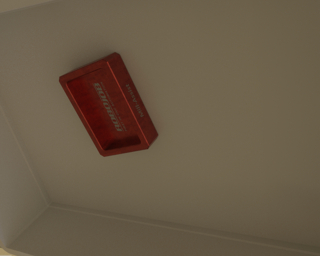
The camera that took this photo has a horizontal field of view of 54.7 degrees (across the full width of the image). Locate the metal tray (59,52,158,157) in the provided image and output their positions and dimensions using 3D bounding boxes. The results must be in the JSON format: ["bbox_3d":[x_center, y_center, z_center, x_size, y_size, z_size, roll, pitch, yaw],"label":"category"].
[{"bbox_3d":[-0.069,-0.027,0.423,0.090,0.030,0.129,-13,112,33],"label":"metal tray"}]
